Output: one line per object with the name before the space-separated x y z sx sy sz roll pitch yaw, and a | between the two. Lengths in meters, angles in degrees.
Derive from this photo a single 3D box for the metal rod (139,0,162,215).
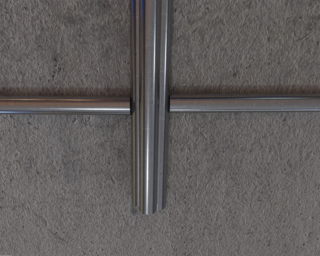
metal rod | -0.013 -0.026 0.380 0.025 0.025 0.298 1 110 -1

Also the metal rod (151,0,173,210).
metal rod | 0.000 -0.026 0.402 0.025 0.025 0.298 1 110 -1

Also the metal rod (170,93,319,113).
metal rod | 0.164 -0.033 0.401 0.302 0.025 0.025 0 110 -1

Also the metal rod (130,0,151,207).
metal rod | -0.025 -0.032 0.400 0.025 0.025 0.298 1 110 -1

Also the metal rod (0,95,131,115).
metal rod | -0.189 -0.030 0.397 0.302 0.025 0.025 0 110 -1
